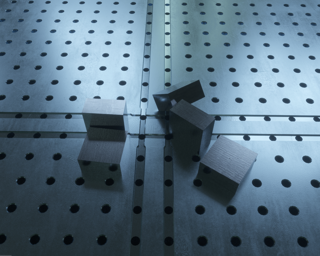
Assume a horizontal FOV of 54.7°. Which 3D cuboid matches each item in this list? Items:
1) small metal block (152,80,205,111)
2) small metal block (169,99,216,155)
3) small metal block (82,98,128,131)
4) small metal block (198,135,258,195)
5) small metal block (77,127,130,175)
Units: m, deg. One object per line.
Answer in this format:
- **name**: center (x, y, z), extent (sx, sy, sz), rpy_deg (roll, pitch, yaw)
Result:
- **small metal block**: center (0.025, -0.045, 0.428), extent (0.050, 0.025, 0.050), rpy_deg (-26, 15, -21)
- **small metal block**: center (0.039, -0.001, 0.393), extent (0.050, 0.050, 0.025), rpy_deg (33, 58, 24)
- **small metal block**: center (-0.069, -0.011, 0.400), extent (0.050, 0.050, 0.025), rpy_deg (3, 50, 2)
- **small metal block**: center (0.081, 0.043, 0.373), extent (0.050, 0.025, 0.050), rpy_deg (29, 55, 22)
- **small metal block**: center (-0.068, 0.028, 0.383), extent (0.050, 0.025, 0.050), rpy_deg (6, 50, 4)
